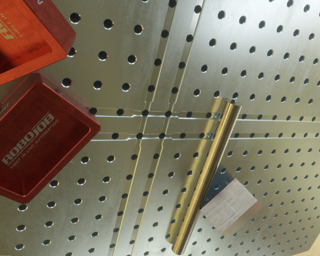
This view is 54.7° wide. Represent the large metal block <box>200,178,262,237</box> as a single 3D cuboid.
[{"bbox_3d":[0.125,0.141,0.538,0.080,0.050,0.080,-43,149,1],"label":"large metal block"}]

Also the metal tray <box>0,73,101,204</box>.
[{"bbox_3d":[-0.142,0.015,0.340,0.130,0.030,0.090,-45,130,3],"label":"metal tray"}]

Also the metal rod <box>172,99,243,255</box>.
[{"bbox_3d":[0.071,0.094,0.509,0.025,0.025,0.298,1,118,-30],"label":"metal rod"}]

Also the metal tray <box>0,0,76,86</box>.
[{"bbox_3d":[-0.142,-0.099,0.240,0.090,0.030,0.130,-16,134,22],"label":"metal tray"}]
